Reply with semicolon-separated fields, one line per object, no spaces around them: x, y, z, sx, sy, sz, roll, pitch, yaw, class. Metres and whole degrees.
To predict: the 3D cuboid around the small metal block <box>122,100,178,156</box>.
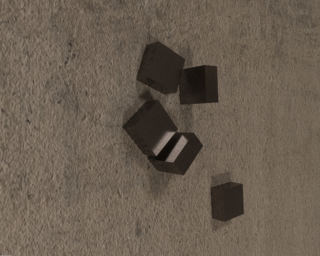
-0.011;0.000;0.397;0.050;0.025;0.050;-50;120;-28;small metal block

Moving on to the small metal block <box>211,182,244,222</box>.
0.109;0.118;0.499;0.050;0.025;0.050;-5;94;-40;small metal block

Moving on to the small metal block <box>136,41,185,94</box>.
0.002;-0.078;0.408;0.050;0.025;0.050;24;75;-38;small metal block

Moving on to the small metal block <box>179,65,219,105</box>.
0.054;-0.059;0.436;0.025;0.050;0.050;-5;94;-40;small metal block

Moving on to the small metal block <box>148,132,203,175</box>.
0.020;0.032;0.408;0.050;0.050;0.025;-53;121;-27;small metal block
